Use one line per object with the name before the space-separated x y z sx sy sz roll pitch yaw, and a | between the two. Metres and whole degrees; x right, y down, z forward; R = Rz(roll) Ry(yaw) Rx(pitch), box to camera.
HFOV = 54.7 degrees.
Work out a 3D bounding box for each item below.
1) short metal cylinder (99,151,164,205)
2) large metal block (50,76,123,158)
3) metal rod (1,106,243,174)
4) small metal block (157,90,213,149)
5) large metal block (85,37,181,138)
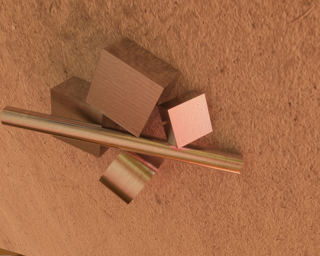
short metal cylinder | -0.039 0.058 0.429 0.050 0.080 0.080 39 129 1
large metal block | -0.103 -0.016 0.436 0.080 0.050 0.079 23 127 14
metal rod | -0.048 0.015 0.389 0.302 0.025 0.025 12 125 2
small metal block | 0.030 -0.011 0.366 0.025 0.050 0.050 29 140 58
large metal block | -0.034 -0.049 0.376 0.080 0.050 0.079 34 129 5
